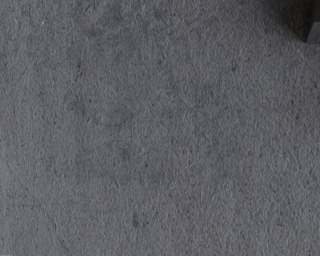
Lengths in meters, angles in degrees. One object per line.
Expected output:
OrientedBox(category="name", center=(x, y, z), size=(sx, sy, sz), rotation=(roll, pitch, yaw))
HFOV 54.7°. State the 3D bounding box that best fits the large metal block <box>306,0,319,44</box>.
OrientedBox(category="large metal block", center=(0.185, -0.135, 0.314), size=(0.050, 0.080, 0.079), rotation=(8, 93, 20))
